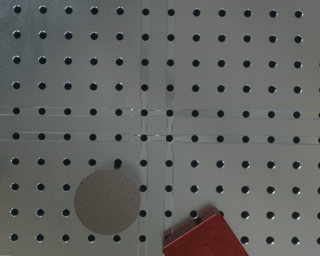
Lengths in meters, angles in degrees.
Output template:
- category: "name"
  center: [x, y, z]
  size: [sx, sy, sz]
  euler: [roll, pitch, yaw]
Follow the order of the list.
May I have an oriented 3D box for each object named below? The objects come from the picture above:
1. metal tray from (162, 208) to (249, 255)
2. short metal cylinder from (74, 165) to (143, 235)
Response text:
- category: "metal tray"
  center: [0.074, 0.185, 0.411]
  size: [0.090, 0.030, 0.130]
  euler: [-34, 90, 0]
- category: "short metal cylinder"
  center: [-0.064, 0.090, 0.400]
  size: [0.081, 0.050, 0.080]
  euler: [0, 90, -1]
